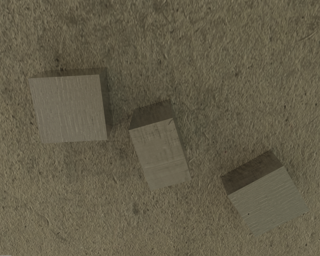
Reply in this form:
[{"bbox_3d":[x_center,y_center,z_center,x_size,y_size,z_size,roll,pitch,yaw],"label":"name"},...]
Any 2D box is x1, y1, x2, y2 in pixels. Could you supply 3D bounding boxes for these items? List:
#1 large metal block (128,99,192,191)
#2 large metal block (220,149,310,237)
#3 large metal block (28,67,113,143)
[{"bbox_3d":[0.001,0.018,0.387,0.050,0.080,0.080,-16,110,6],"label":"large metal block"},{"bbox_3d":[0.144,0.090,0.431,0.080,0.050,0.080,-32,107,11],"label":"large metal block"},{"bbox_3d":[-0.106,-0.029,0.385,0.080,0.050,0.079,-3,110,1],"label":"large metal block"}]
